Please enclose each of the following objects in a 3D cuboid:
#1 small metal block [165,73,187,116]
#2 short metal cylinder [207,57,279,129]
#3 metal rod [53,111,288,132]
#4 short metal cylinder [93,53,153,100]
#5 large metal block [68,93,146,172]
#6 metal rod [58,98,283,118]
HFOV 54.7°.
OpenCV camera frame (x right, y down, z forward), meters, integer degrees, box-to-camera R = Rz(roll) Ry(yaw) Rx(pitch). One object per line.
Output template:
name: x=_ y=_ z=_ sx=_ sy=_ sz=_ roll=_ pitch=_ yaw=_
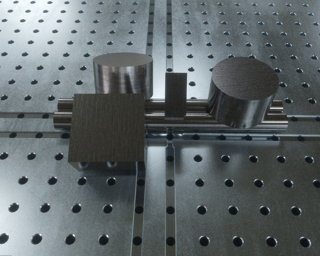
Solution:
small metal block: x=0.019 y=-0.043 z=0.386 sx=0.025 sy=0.050 sz=0.050 roll=1 pitch=8 yaw=0
short metal cylinder: x=0.103 y=-0.046 z=0.394 sx=0.081 sy=0.050 sz=0.080 roll=0 pitch=50 yaw=0
metal rod: x=0.014 y=-0.009 z=0.411 sx=0.302 sy=0.025 sz=0.025 roll=1 pitch=50 yaw=0
short metal cylinder: x=-0.050 y=-0.070 z=0.427 sx=0.081 sy=0.050 sz=0.080 roll=1 pitch=26 yaw=0
large metal block: x=-0.057 y=0.006 z=0.363 sx=0.081 sy=0.050 sz=0.080 roll=0 pitch=70 yaw=-1
metal rod: x=0.014 y=-0.028 z=0.427 sx=0.302 sy=0.025 sz=0.025 roll=1 pitch=50 yaw=0
